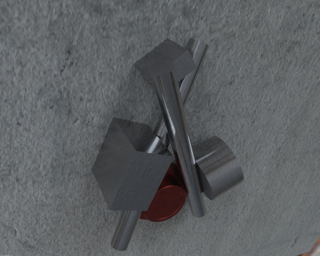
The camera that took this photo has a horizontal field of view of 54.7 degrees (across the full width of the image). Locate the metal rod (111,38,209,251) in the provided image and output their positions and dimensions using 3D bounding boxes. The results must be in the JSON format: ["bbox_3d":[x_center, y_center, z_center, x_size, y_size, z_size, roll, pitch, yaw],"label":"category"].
[{"bbox_3d":[-0.005,0.032,0.407,0.025,0.025,0.298,12,106,-34],"label":"metal rod"}]

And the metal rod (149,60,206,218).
[{"bbox_3d":[0.033,0.040,0.408,0.025,0.025,0.299,-29,137,-10],"label":"metal rod"}]

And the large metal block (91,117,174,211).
[{"bbox_3d":[-0.037,0.044,0.381,0.050,0.080,0.079,12,112,-34],"label":"large metal block"}]

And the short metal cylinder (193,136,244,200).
[{"bbox_3d":[0.077,0.058,0.453,0.050,0.080,0.080,-29,129,-11],"label":"short metal cylinder"}]

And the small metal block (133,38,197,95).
[{"bbox_3d":[0.005,-0.071,0.352,0.050,0.050,0.025,-38,130,-3],"label":"small metal block"}]

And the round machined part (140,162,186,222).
[{"bbox_3d":[0.000,0.101,0.462,0.099,0.042,0.097,-14,125,-21],"label":"round machined part"}]
